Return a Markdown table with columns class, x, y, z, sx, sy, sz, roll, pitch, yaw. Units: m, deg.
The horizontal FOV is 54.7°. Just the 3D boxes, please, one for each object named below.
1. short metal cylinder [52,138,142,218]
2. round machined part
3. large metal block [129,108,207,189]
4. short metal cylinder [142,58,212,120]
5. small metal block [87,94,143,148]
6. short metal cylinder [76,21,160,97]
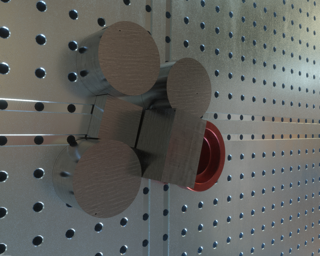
| class | x | y | z | sx | sy | sz | roll | pitch | yaw |
| --- | --- | --- | --- | --- | --- | --- | --- | --- | --- |
| short metal cylinder | -0.067 | 0.052 | 0.336 | 0.081 | 0.050 | 0.080 | 0 | 90 | -40 |
| round machined part | 0.044 | 0.037 | 0.435 | 0.099 | 0.042 | 0.097 | 0 | 90 | -40 |
| large metal block | 0.002 | 0.023 | 0.371 | 0.050 | 0.080 | 0.080 | 20 | 77 | -38 |
| short metal cylinder | 0.023 | -0.049 | 0.411 | 0.081 | 0.050 | 0.080 | 0 | 90 | -40 |
| small metal block | -0.052 | -0.007 | 0.365 | 0.050 | 0.025 | 0.050 | 19 | 78 | -38 |
| short metal cylinder | -0.047 | -0.075 | 0.353 | 0.081 | 0.050 | 0.080 | 0 | 90 | -40 |
